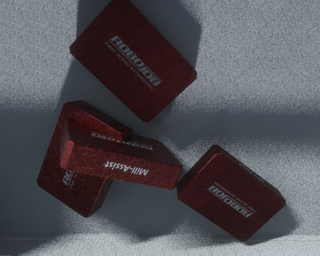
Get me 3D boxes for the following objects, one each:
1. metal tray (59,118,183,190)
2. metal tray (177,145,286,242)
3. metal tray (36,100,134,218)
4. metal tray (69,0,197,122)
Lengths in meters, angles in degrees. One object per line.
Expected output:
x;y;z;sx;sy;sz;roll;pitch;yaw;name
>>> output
-0.048;0.029;0.367;0.131;0.090;0.030;15;102;-23;metal tray
0.100;0.095;0.445;0.130;0.030;0.090;36;106;-13;metal tray
-0.100;0.040;0.405;0.090;0.030;0.129;30;109;13;metal tray
-0.030;-0.082;0.378;0.090;0.030;0.130;-43;105;14;metal tray
